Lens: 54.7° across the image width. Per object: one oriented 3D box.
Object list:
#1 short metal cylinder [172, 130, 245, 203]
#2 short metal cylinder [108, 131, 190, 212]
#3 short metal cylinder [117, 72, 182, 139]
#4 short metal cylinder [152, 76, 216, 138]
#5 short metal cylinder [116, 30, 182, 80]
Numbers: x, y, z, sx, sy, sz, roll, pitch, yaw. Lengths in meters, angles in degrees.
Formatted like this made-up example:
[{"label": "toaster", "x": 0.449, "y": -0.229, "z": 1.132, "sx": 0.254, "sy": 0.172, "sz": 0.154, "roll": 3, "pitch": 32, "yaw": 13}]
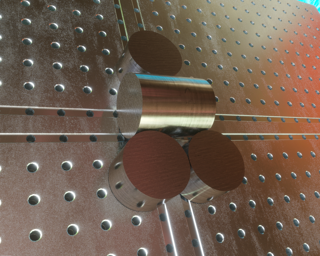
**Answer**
[{"label": "short metal cylinder", "x": 0.059, "y": 0.049, "z": 0.394, "sx": 0.081, "sy": 0.050, "sz": 0.080, "roll": 14, "pitch": 56, "yaw": -21}, {"label": "short metal cylinder", "x": -0.013, "y": 0.050, "z": 0.355, "sx": 0.081, "sy": 0.050, "sz": 0.080, "roll": 14, "pitch": 56, "yaw": -21}, {"label": "short metal cylinder", "x": -0.016, "y": -0.027, "z": 0.383, "sx": 0.050, "sy": 0.080, "sz": 0.080, "roll": 0, "pitch": 62, "yaw": -29}, {"label": "short metal cylinder", "x": 0.028, "y": -0.027, "z": 0.407, "sx": 0.050, "sy": 0.080, "sz": 0.080, "roll": 0, "pitch": 62, "yaw": -29}, {"label": "short metal cylinder", "x": -0.016, "y": -0.091, "z": 0.440, "sx": 0.081, "sy": 0.050, "sz": 0.080, "roll": 14, "pitch": 56, "yaw": -21}]
